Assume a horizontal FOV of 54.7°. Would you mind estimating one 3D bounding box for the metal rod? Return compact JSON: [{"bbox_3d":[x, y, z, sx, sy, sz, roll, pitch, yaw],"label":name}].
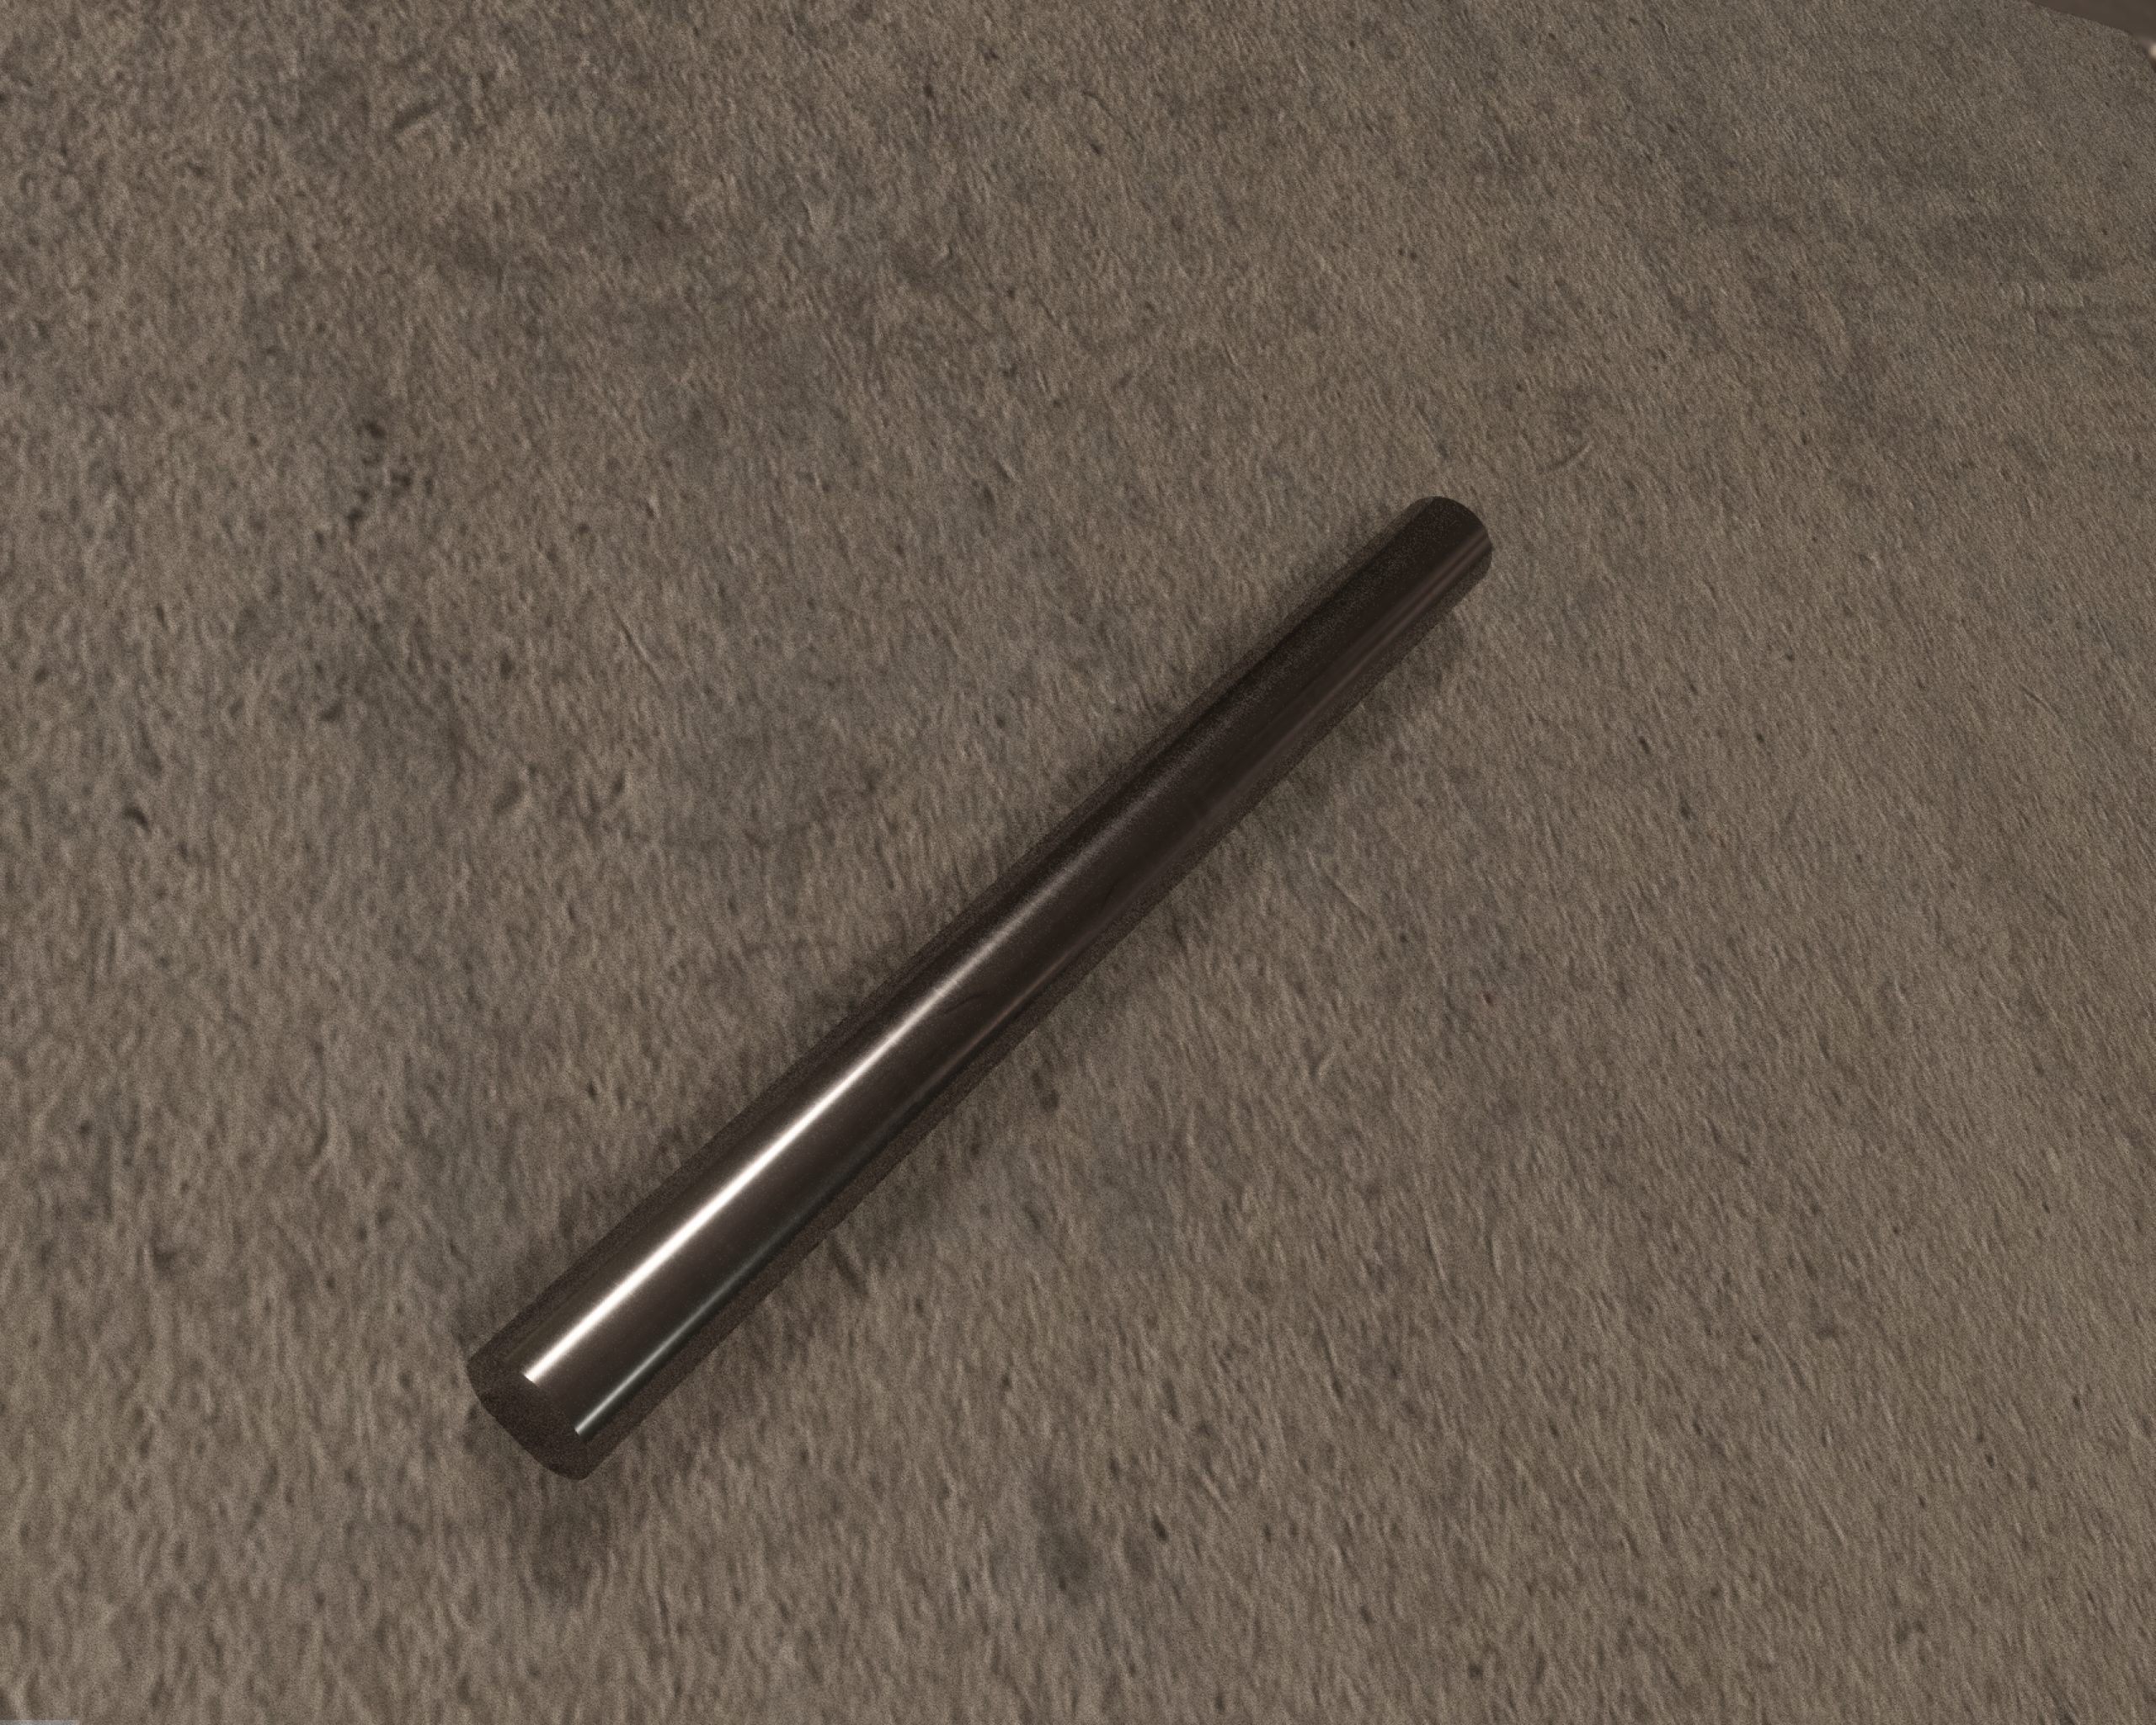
[{"bbox_3d":[0.003,0.003,0.407,0.025,0.025,0.302,45,51,2],"label":"metal rod"}]
